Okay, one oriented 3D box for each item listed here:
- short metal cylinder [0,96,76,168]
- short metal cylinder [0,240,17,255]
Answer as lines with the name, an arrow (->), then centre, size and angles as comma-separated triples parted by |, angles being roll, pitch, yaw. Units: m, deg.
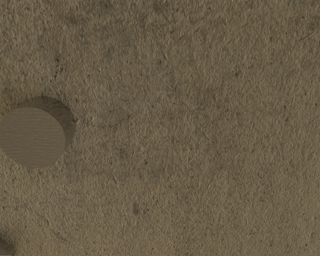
short metal cylinder -> -0.154, 0.004, 0.396 | 0.081, 0.050, 0.079 | 0, 110, 0
short metal cylinder -> -0.259, 0.203, 0.453 | 0.050, 0.080, 0.080 | 40, 105, -13
